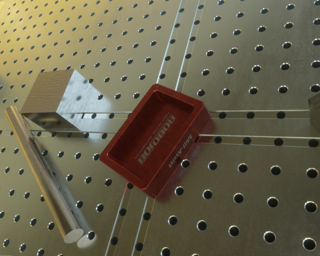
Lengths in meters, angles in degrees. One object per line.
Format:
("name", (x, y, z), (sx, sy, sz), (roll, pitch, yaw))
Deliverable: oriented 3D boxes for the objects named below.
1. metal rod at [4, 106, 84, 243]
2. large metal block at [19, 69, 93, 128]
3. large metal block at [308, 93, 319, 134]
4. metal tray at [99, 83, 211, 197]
("metal rod", (-0.190, 0.052, 0.476), (0.025, 0.025, 0.300), (-44, 51, -2))
("large metal block", (-0.169, -0.047, 0.510), (0.080, 0.050, 0.080), (0, 62, 28))
("large metal block", (0.202, -0.008, 0.291), (0.080, 0.050, 0.080), (-31, 52, 8))
("metal tray", (-0.007, 0.011, 0.401), (0.090, 0.030, 0.130), (27, 76, 37))
